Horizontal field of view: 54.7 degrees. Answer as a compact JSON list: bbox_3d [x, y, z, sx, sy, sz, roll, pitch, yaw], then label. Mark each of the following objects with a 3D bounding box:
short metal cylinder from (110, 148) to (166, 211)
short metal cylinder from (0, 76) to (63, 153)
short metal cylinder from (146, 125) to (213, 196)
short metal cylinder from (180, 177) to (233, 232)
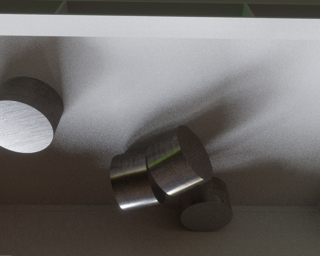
[{"bbox_3d":[-0.029,0.071,0.433,0.050,0.080,0.080,-15,129,12],"label":"short metal cylinder"},{"bbox_3d":[-0.165,-0.015,0.378,0.081,0.050,0.079,0,130,0],"label":"short metal cylinder"},{"bbox_3d":[0.026,0.043,0.410,0.050,0.080,0.080,-32,124,24],"label":"short metal cylinder"},{"bbox_3d":[0.072,0.122,0.497,0.081,0.050,0.079,0,130,0],"label":"short metal cylinder"}]
